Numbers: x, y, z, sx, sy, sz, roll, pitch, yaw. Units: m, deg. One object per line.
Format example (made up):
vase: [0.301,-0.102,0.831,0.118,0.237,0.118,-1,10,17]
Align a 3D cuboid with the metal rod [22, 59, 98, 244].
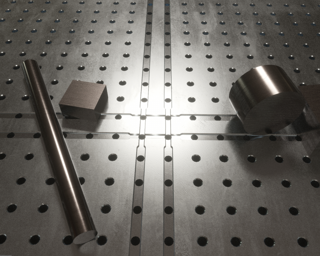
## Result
metal rod: [-0.140,0.007,0.400,0.025,0.025,0.300,-20,53,-16]

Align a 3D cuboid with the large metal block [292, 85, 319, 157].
large metal block: [0.226,-0.013,0.405,0.081,0.050,0.080,-5,50,-5]

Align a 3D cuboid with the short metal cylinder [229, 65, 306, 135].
short metal cylinder: [0.137,-0.035,0.403,0.081,0.080,0.050,-10,51,-9]

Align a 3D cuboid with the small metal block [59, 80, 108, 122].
small metal block: [-0.107,-0.039,0.439,0.050,0.025,0.050,9,51,7]
